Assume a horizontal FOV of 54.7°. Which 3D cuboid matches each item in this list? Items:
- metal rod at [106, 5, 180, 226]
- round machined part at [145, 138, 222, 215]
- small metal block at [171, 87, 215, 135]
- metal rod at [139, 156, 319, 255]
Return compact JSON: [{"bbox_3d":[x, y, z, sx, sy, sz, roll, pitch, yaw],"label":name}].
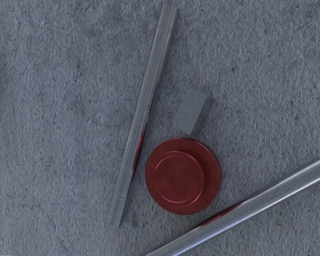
[{"bbox_3d":[-0.024,-0.013,0.417,0.025,0.025,0.298,17,96,19],"label":"metal rod"},{"bbox_3d":[0.026,0.061,0.391,0.098,0.042,0.097,0,90,20],"label":"round machined part"},{"bbox_3d":[0.042,-0.020,0.381,0.025,0.050,0.050,25,98,18],"label":"small metal block"},{"bbox_3d":[0.065,0.124,0.386,0.300,0.025,0.025,-34,79,16],"label":"metal rod"}]
